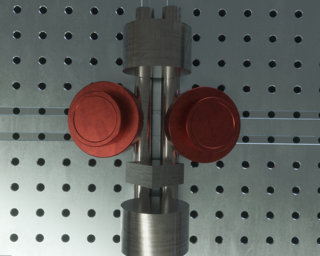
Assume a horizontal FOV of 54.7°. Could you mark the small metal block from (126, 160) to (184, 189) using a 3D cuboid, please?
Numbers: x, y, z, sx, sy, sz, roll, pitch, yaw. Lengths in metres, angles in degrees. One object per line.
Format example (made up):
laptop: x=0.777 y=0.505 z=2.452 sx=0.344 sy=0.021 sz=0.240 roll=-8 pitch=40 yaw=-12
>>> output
small metal block: x=-0.006 y=0.055 z=0.377 sx=0.050 sy=0.050 sz=0.025 roll=1 pitch=90 yaw=-42

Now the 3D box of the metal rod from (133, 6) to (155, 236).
metal rod: x=-0.022 y=-0.008 z=0.412 sx=0.025 sy=0.025 sz=0.298 roll=1 pitch=90 yaw=0

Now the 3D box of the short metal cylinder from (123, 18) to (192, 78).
short metal cylinder: x=-0.003 y=-0.090 z=0.363 sx=0.081 sy=0.080 sz=0.050 roll=1 pitch=90 yaw=0

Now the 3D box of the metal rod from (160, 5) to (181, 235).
metal rod: x=0.013 y=-0.009 z=0.412 sx=0.025 sy=0.025 sz=0.298 roll=1 pitch=90 yaw=0

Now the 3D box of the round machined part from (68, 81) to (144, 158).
round machined part: x=-0.073 y=-0.011 z=0.392 sx=0.098 sy=0.042 sz=0.097 roll=0 pitch=90 yaw=14

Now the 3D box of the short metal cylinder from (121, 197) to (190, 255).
short metal cylinder: x=-0.006 y=0.115 z=0.364 sx=0.081 sy=0.080 sz=0.050 roll=1 pitch=90 yaw=0

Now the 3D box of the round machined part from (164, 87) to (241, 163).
round machined part: x=0.059 y=-0.004 z=0.392 sx=0.099 sy=0.042 sz=0.097 roll=0 pitch=90 yaw=-15
